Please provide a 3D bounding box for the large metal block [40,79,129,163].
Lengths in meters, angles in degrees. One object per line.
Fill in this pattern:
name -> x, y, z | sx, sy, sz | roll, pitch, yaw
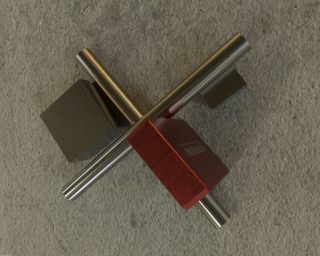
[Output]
large metal block -> -0.104, -0.009, 0.431 | 0.080, 0.050, 0.080 | -38, 78, 15

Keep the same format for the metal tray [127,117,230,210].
metal tray -> 0.027, 0.032, 0.343 | 0.030, 0.130, 0.090 | -44, 76, 15

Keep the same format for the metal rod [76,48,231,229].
metal rod -> -0.016, 0.005, 0.415 | 0.025, 0.025, 0.300 | -44, 77, 14

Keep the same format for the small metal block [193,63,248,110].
small metal block -> 0.073, -0.057, 0.384 | 0.050, 0.025, 0.050 | -37, 79, 16

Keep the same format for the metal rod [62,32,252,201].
metal rod -> -0.014, -0.005, 0.387 | 0.299, 0.025, 0.025 | -41, 78, 15
